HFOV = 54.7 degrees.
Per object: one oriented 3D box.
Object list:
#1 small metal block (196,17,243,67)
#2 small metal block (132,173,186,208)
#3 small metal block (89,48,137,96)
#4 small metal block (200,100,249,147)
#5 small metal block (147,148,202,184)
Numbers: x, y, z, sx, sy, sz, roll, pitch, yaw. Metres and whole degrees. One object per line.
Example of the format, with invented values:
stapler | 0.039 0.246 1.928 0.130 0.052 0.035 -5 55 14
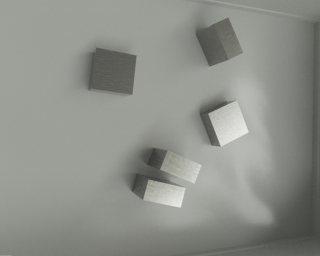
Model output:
small metal block | 0.081 -0.117 0.428 0.025 0.050 0.050 -29 100 -18
small metal block | -0.003 0.079 0.397 0.050 0.050 0.025 16 85 -20
small metal block | -0.060 -0.069 0.389 0.050 0.025 0.050 7 88 -20
small metal block | 0.093 -0.007 0.446 0.050 0.025 0.050 -25 99 -19
small metal block | 0.018 0.048 0.405 0.050 0.050 0.025 25 82 -19
